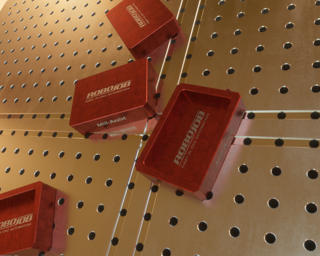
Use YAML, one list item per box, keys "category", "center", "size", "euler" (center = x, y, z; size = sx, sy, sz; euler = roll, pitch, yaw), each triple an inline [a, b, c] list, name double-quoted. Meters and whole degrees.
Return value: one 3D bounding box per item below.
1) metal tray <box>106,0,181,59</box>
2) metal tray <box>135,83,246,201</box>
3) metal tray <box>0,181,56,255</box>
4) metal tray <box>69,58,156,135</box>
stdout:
- category: "metal tray"
  center: [-0.032, -0.185, 0.537]
  size: [0.090, 0.030, 0.130]
  euler: [-35, 51, 5]
- category: "metal tray"
  center: [0.038, 0.011, 0.379]
  size: [0.090, 0.030, 0.130]
  euler: [16, 70, 34]
- category: "metal tray"
  center: [-0.211, 0.136, 0.434]
  size: [0.130, 0.030, 0.090]
  euler: [-19, 54, 17]
- category: "metal tray"
  center: [-0.071, -0.047, 0.473]
  size: [0.130, 0.030, 0.090]
  euler: [-14, 56, 20]
